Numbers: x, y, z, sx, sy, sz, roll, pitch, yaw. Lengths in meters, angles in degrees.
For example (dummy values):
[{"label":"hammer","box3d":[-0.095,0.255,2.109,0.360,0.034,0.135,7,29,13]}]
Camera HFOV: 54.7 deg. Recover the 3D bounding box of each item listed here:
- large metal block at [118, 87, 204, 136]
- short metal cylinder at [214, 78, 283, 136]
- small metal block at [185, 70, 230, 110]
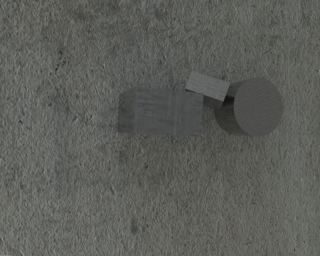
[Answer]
[{"label":"large metal block","box3d":[-0.003,-0.017,0.379,0.081,0.080,0.050,3,89,-20]},{"label":"short metal cylinder","box3d":[0.125,-0.028,0.442,0.081,0.050,0.080,0,90,-20]},{"label":"small metal block","box3d":[0.061,-0.048,0.410,0.050,0.050,0.025,20,83,8]}]
